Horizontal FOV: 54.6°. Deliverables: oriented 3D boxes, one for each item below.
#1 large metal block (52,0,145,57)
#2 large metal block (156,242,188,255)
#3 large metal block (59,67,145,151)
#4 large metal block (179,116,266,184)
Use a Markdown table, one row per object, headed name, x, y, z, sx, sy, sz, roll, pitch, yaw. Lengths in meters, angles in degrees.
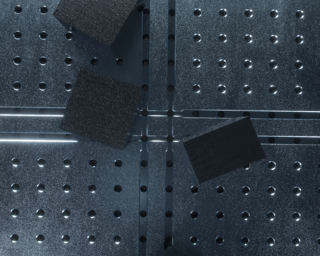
| name | x | y | z | sx | sy | sz | roll | pitch | yaw |
| --- | --- | --- | --- | --- | --- | --- | --- | --- | --- |
| large metal block | -0.075 | -0.152 | 0.400 | 0.080 | 0.050 | 0.080 | 30 | 90 | 0 |
| large metal block | 0.019 | 0.211 | 0.401 | 0.080 | 0.050 | 0.080 | 31 | 90 | 0 |
| large metal block | -0.071 | -0.023 | 0.400 | 0.080 | 0.050 | 0.080 | 19 | 90 | 0 |
| large metal block | 0.072 | 0.024 | 0.386 | 0.080 | 0.080 | 0.050 | -22 | 90 | 0 |
